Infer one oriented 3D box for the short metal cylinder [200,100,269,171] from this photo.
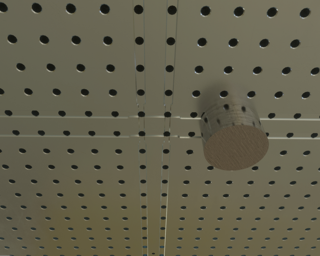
[{"bbox_3d":[0.095,0.011,0.406,0.081,0.050,0.079,0,130,0],"label":"short metal cylinder"}]
